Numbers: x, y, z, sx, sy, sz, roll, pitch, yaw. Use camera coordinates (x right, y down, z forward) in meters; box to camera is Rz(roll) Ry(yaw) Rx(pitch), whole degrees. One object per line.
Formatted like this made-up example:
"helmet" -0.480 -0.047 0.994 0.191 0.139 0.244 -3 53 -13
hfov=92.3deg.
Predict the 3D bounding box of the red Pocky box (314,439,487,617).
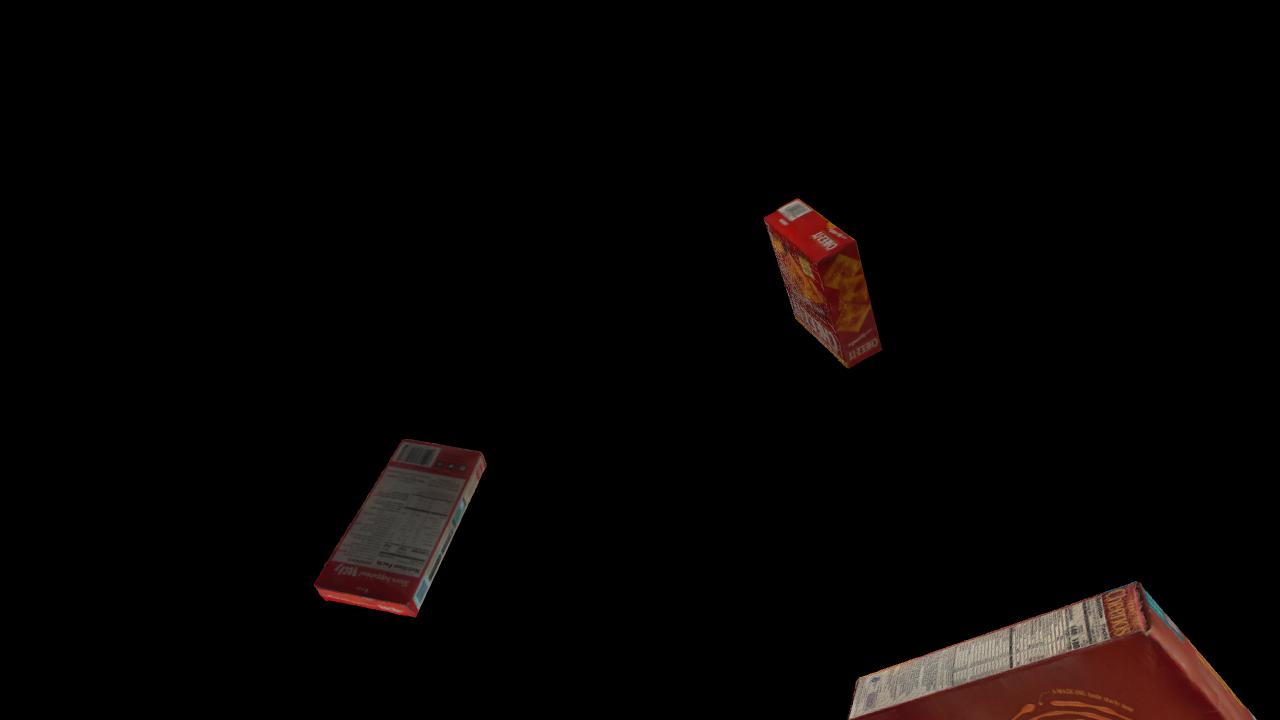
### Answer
"red Pocky box" -0.202 0.140 0.536 0.083 0.028 0.155 9 43 7

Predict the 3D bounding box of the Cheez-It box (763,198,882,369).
"Cheez-It box" 0.281 -0.117 0.950 0.071 0.223 0.166 -30 39 1

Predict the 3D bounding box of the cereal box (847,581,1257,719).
"cereal box" 0.383 0.360 0.575 0.306 0.203 0.081 -43 -7 33
